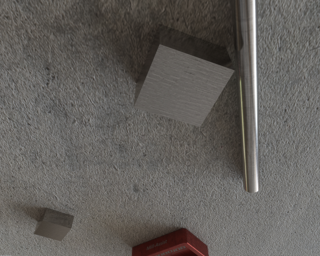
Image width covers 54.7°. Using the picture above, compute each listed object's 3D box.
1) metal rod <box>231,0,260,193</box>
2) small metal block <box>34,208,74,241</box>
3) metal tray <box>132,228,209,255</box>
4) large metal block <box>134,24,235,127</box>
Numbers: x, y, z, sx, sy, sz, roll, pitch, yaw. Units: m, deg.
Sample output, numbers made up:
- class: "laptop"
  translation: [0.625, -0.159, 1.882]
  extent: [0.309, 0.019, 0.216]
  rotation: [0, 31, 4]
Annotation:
- class: "metal rod"
  translation: [0.113, -0.019, 0.392]
  extent: [0.025, 0.025, 0.298]
  rotation: [-10, 130, 8]
- class: "small metal block"
  translation: [-0.189, 0.173, 0.552]
  extent: [0.050, 0.025, 0.050]
  rotation: [25, 126, -21]
- class: "metal tray"
  translation: [0.020, 0.252, 0.619]
  extent: [0.130, 0.030, 0.090]
  rotation: [-29, 125, 22]
- class: "large metal block"
  translation: [0.023, -0.056, 0.344]
  extent: [0.081, 0.050, 0.079]
  rotation: [16, 128, -14]
